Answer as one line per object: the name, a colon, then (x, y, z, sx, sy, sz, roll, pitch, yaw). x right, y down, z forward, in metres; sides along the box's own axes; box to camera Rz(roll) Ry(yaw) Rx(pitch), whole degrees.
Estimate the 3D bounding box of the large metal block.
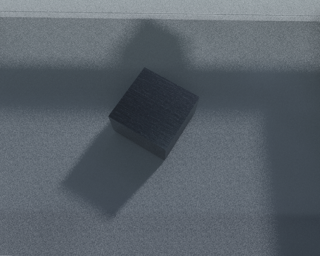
large metal block: (-0.007, -0.017, 0.399, 0.080, 0.050, 0.080, 30, 72, 10)
